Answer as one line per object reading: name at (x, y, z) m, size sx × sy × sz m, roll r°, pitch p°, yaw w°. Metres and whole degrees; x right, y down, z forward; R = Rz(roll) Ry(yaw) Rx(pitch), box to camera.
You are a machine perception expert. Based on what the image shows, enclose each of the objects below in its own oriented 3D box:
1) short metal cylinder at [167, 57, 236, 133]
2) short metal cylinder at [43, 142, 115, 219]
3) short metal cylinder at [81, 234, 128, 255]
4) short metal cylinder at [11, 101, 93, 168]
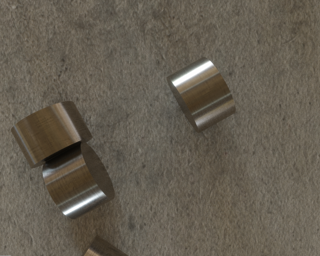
short metal cylinder at (0.050, -0.040, 0.383) m, size 0.050 × 0.080 × 0.080 m, roll -30°, pitch 90°, yaw 0°
short metal cylinder at (-0.098, 0.064, 0.381) m, size 0.050 × 0.080 × 0.080 m, roll -29°, pitch 90°, yaw 0°
short metal cylinder at (-0.081, 0.181, 0.382) m, size 0.050 × 0.080 × 0.080 m, roll 35°, pitch 90°, yaw -1°
short metal cylinder at (-0.131, 0.008, 0.380) m, size 0.080 × 0.080 × 0.050 m, roll -29°, pitch 89°, yaw 0°
